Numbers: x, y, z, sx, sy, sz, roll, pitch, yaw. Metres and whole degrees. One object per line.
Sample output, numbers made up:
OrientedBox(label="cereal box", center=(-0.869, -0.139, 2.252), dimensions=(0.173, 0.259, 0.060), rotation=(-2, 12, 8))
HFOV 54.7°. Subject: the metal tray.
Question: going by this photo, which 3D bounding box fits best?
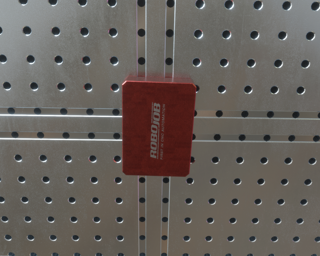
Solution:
OrientedBox(label="metal tray", center=(-0.003, 0.000, 0.410), dimensions=(0.091, 0.030, 0.129), rotation=(2, 110, -1))
